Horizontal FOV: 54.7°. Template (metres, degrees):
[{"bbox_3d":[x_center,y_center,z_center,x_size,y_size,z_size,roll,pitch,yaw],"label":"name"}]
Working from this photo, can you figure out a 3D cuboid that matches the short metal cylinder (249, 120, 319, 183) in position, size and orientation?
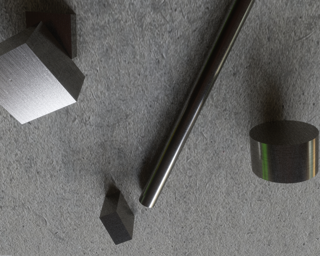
[{"bbox_3d":[0.157,0.028,0.393,0.080,0.080,0.050,-9,110,3],"label":"short metal cylinder"}]

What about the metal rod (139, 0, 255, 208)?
[{"bbox_3d":[0.039,-0.022,0.402,0.025,0.025,0.298,22,108,-8],"label":"metal rod"}]

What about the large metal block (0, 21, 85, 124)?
[{"bbox_3d":[-0.147,-0.060,0.352,0.080,0.050,0.080,-19,130,18],"label":"large metal block"}]

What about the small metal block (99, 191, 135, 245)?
[{"bbox_3d":[-0.060,0.128,0.443,0.025,0.050,0.050,-22,109,7],"label":"small metal block"}]

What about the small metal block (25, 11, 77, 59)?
[{"bbox_3d":[-0.127,-0.110,0.367,0.050,0.025,0.050,3,110,-2],"label":"small metal block"}]
